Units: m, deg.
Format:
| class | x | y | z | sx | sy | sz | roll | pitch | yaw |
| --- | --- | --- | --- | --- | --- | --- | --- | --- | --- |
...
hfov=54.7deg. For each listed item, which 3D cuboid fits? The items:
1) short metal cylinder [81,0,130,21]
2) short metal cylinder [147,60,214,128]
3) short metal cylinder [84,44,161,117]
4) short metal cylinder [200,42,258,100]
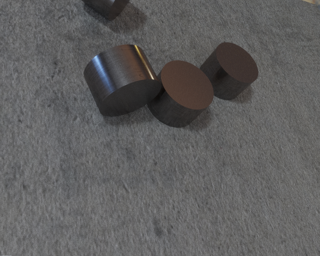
| class | x | y | z | sx | sy | sz | roll | pitch | yaw |
| --- | --- | --- | --- | --- | --- | --- | --- | --- | --- |
| short metal cylinder | -0.073 | -0.207 | 0.457 | 0.050 | 0.080 | 0.080 | 36 | 51 | -5 |
| short metal cylinder | 0.027 | -0.047 | 0.433 | 0.081 | 0.050 | 0.080 | 14 | 56 | -21 |
| short metal cylinder | -0.046 | -0.056 | 0.379 | 0.081 | 0.080 | 0.050 | -15 | 70 | -34 |
| short metal cylinder | 0.112 | -0.093 | 0.507 | 0.081 | 0.050 | 0.080 | 14 | 56 | -21 |
